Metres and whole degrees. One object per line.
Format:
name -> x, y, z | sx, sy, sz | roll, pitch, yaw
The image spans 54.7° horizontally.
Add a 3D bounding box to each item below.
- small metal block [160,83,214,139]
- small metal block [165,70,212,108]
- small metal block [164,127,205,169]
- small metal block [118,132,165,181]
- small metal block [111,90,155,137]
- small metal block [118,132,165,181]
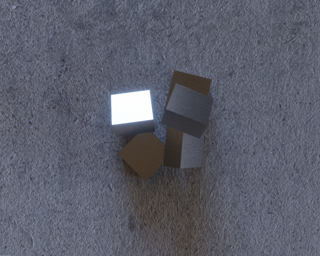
small metal block -> 0.033, -0.021, 0.373 | 0.050, 0.025, 0.050 | 21, 47, -1
small metal block -> 0.037, -0.045, 0.412 | 0.050, 0.025, 0.050 | 14, 90, -1
small metal block -> 0.032, 0.024, 0.397 | 0.025, 0.050, 0.050 | 4, 90, 38
small metal block -> -0.019, 0.033, 0.411 | 0.050, 0.025, 0.050 | -45, 90, 0
small metal block -> -0.035, -0.019, 0.398 | 0.050, 0.025, 0.050 | -8, 52, -1
small metal block -> -0.019, 0.033, 0.411 | 0.050, 0.025, 0.050 | -45, 91, 0
